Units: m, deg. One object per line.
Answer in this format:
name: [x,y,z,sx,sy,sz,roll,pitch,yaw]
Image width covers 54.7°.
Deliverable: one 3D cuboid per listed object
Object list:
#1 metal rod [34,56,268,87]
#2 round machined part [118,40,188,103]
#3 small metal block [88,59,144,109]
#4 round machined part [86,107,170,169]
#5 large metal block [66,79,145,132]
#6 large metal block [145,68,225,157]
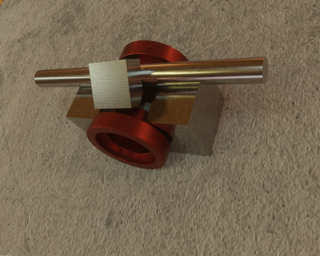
metal rod: [-0.034,-0.061,0.358,0.300,0.025,0.025,3,63,29]
round machined part: [-0.009,-0.065,0.404,0.098,0.098,0.042,4,65,30]
small metal block: [-0.048,-0.048,0.340,0.050,0.025,0.050,1,103,30]
round machined part: [-0.034,0.008,0.371,0.098,0.098,0.042,5,59,30]
large metal block: [-0.069,-0.029,0.424,0.050,0.080,0.080,5,64,30]
large metal block: [0.034,-0.021,0.365,0.050,0.080,0.080,4,64,30]
